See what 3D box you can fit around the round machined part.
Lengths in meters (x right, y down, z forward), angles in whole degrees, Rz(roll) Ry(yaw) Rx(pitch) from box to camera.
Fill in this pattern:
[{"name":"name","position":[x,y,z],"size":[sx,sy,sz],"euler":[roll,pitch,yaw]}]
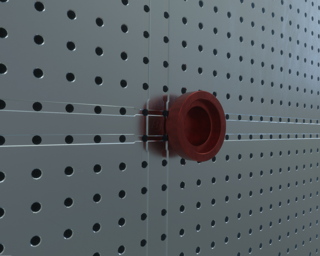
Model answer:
[{"name":"round machined part","position":[0.046,-0.003,0.439],"size":[0.099,0.042,0.097],"euler":[0,90,-40]}]
